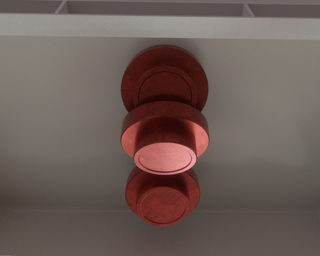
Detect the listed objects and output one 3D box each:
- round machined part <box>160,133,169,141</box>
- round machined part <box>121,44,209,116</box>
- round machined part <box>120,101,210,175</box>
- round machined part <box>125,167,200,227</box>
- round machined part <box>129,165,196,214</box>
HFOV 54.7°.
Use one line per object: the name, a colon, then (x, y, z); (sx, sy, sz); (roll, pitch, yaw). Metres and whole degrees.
round machined part: (0.002, 0.018, 0.411); (0.099, 0.042, 0.097); (0, 129, 0)
round machined part: (0.005, -0.041, 0.347); (0.099, 0.042, 0.097); (0, 114, -1)
round machined part: (0.005, 0.018, 0.344); (0.099, 0.042, 0.097); (0, 143, 0)
round machined part: (0.004, 0.090, 0.405); (0.099, 0.042, 0.097); (0, 119, 0)
round machined part: (0.004, 0.096, 0.460); (0.099, 0.042, 0.098); (0, 145, 0)
